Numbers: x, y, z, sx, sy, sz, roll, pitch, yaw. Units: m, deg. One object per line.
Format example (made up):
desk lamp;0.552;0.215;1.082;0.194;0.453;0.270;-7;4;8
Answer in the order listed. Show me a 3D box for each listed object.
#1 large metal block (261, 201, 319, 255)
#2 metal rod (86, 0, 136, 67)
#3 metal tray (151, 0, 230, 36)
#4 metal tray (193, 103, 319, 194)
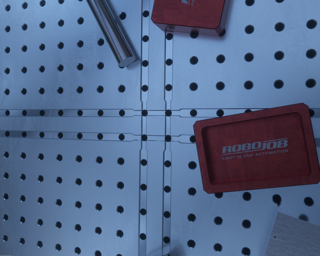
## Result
large metal block;0.160;0.138;0.343;0.080;0.050;0.079;16;95;19
metal rod;-0.112;-0.223;0.450;0.025;0.025;0.299;-30;81;17
metal tray;0.046;-0.190;0.393;0.090;0.030;0.129;13;94;19
metal tray;0.112;0.026;0.370;0.130;0.030;0.089;-10;87;19
